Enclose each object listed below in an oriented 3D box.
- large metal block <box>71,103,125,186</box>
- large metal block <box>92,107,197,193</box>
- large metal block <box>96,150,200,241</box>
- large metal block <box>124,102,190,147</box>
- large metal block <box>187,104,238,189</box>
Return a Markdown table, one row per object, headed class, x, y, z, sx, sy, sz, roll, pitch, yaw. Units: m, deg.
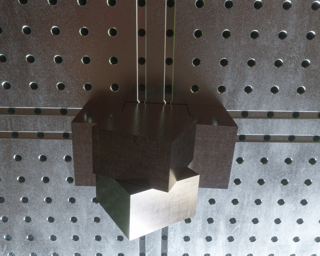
| class | x | y | z | sx | sy | sz | roll | pitch | yaw |
| --- | --- | --- | --- | --- | --- | --- | --- | --- | --- |
| large metal block | -0.074 | 0.018 | 0.390 | 0.050 | 0.080 | 0.079 | 2 | 110 | -1 |
| large metal block | -0.013 | 0.017 | 0.322 | 0.080 | 0.080 | 0.050 | 11 | 111 | 20 |
| large metal block | -0.016 | 0.065 | 0.337 | 0.081 | 0.080 | 0.050 | -10 | 114 | -32 |
| large metal block | -0.007 | 0.013 | 0.403 | 0.081 | 0.050 | 0.079 | 2 | 110 | -2 |
| large metal block | 0.058 | 0.020 | 0.392 | 0.050 | 0.080 | 0.079 | 4 | 110 | -2 |
